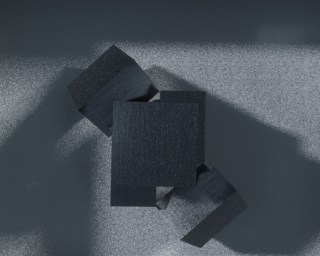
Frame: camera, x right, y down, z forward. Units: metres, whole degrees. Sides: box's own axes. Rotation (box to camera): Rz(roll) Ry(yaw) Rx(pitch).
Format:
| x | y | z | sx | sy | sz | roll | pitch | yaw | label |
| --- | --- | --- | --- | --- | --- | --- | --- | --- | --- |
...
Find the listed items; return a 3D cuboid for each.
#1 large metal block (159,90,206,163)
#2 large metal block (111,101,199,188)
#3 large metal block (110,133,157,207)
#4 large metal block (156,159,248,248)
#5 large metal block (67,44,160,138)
| x | y | z | sx | sy | sz | roll | pitch | yaw | label |
| --- | --- | --- | --- | --- | --- | --- | --- | --- | --- |
| 0.024 | -0.001 | 0.381 | 0.050 | 0.080 | 0.080 | 1 | 90 | 0 | large metal block |
| -0.005 | 0.015 | 0.317 | 0.081 | 0.050 | 0.080 | 2 | 90 | 0 | large metal block |
| -0.029 | 0.047 | 0.382 | 0.050 | 0.080 | 0.080 | 1 | 90 | 0 | large metal block |
| 0.053 | 0.094 | 0.375 | 0.080 | 0.080 | 0.050 | -41 | 55 | 0 | large metal block |
| -0.059 | -0.048 | 0.374 | 0.080 | 0.080 | 0.050 | -43 | 125 | 0 | large metal block |
